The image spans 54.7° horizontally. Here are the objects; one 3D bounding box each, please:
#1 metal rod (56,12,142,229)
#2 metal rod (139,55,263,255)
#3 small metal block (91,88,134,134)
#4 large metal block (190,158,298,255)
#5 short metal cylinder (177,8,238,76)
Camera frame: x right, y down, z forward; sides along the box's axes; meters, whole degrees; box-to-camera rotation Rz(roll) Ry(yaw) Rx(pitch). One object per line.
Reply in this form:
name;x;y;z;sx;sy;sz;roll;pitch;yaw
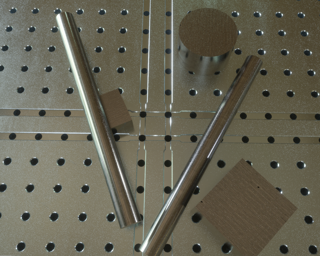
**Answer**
metal rod;-0.084;-0.024;0.392;0.025;0.025;0.299;-19;71;-7
metal rod;0.061;0.025;0.403;0.025;0.025;0.300;29;72;9
small metal block;-0.069;-0.018;0.418;0.050;0.025;0.050;-23;72;-9
large metal block;0.095;0.096;0.365;0.080;0.050;0.080;-43;76;-14
short metal cylinder;0.066;-0.123;0.444;0.081;0.050;0.080;0;70;0
